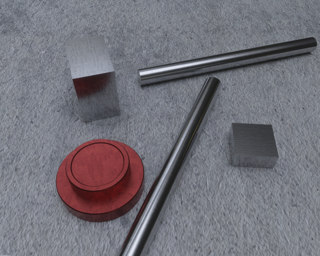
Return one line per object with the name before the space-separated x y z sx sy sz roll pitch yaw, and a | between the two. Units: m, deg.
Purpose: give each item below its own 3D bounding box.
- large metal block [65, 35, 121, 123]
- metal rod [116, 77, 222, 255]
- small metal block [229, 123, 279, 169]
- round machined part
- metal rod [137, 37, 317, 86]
large metal block | -0.091 -0.067 0.423 0.050 0.080 0.080 -13 52 -11
metal rod | 0.019 0.039 0.370 0.025 0.025 0.301 19 52 14
small metal block | 0.115 0.022 0.387 0.050 0.025 0.050 3 50 2
round machined part | -0.067 0.051 0.349 0.099 0.042 0.098 0 50 0
metal rod | 0.113 -0.109 0.496 0.302 0.025 0.025 -13 51 -11
